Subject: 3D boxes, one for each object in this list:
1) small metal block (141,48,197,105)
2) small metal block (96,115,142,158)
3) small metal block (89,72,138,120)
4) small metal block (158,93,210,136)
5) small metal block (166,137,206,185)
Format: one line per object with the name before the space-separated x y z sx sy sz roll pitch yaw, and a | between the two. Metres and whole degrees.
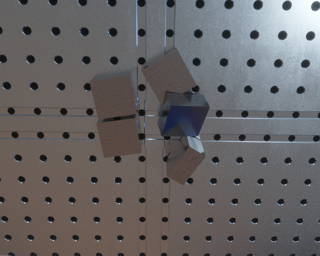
small metal block | 0.011 -0.065 0.390 0.050 0.025 0.050 -28 108 9
small metal block | -0.053 0.009 0.416 0.050 0.025 0.050 -8 110 2
small metal block | -0.058 -0.042 0.397 0.050 0.025 0.050 -8 110 2
small metal block | 0.029 -0.016 0.393 0.050 0.025 0.050 1 132 -18
small metal block | 0.033 0.040 0.415 0.025 0.050 0.050 32 107 -11
